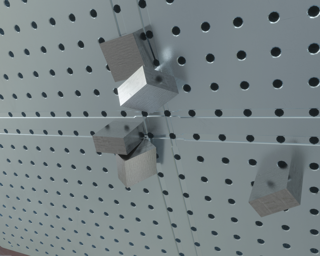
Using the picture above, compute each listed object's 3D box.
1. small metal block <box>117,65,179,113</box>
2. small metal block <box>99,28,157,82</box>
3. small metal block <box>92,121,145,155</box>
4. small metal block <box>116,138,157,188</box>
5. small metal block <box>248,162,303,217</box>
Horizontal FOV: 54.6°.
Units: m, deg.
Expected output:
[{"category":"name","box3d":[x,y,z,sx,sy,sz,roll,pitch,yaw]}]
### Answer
[{"category":"small metal block","box3d":[-0.015,-0.044,0.373,0.050,0.050,0.025,-34,58,38]},{"category":"small metal block","box3d":[-0.038,-0.088,0.378,0.050,0.025,0.050,-7,115,31]},{"category":"small metal block","box3d":[-0.057,0.013,0.432,0.050,0.050,0.025,3,116,27]},{"category":"small metal block","box3d":[-0.033,0.050,0.438,0.025,0.050,0.050,38,140,42]},{"category":"small metal block","box3d":[0.138,0.073,0.368,0.050,0.050,0.025,-35,99,38]}]
